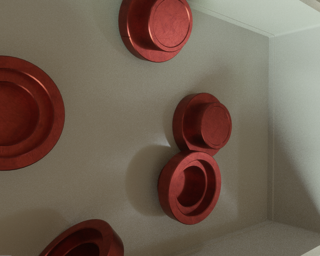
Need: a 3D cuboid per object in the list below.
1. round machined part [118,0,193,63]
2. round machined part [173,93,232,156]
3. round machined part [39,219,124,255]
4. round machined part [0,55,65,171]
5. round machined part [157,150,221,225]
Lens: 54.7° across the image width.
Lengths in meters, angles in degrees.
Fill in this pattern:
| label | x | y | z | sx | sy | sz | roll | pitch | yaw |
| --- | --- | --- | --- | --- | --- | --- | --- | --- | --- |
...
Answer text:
| label | x | y | z | sx | sy | sz | roll | pitch | yaw |
| --- | --- | --- | --- | --- | --- | --- | --- | --- | --- |
| round machined part | 0.002 | -0.130 | 0.383 | 0.099 | 0.042 | 0.097 | -15 | 115 | -35 |
| round machined part | 0.068 | -0.003 | 0.455 | 0.099 | 0.042 | 0.097 | 0 | 90 | -40 |
| round machined part | -0.076 | 0.140 | 0.297 | 0.098 | 0.098 | 0.042 | -46 | 118 | -30 |
| round machined part | -0.141 | -0.013 | 0.278 | 0.099 | 0.042 | 0.097 | 0 | 90 | -40 |
| round machined part | 0.036 | 0.078 | 0.425 | 0.099 | 0.042 | 0.097 | -3 | 96 | -38 |
